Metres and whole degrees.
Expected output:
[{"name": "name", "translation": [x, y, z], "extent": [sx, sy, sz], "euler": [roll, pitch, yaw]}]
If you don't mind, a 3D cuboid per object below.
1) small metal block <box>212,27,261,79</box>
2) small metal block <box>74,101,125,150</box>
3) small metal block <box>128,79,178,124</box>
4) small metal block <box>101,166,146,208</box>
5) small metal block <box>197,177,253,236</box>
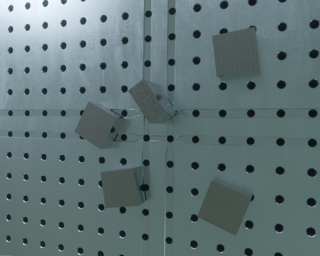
[{"name": "small metal block", "translation": [0.094, -0.090, 0.380], "extent": [0.050, 0.025, 0.050], "euler": [-7, 88, 20]}, {"name": "small metal block", "translation": [-0.087, -0.004, 0.444], "extent": [0.050, 0.025, 0.050], "euler": [31, 100, 17]}, {"name": "small metal block", "translation": [-0.008, -0.033, 0.403], "extent": [0.025, 0.050, 0.050], "euler": [-37, 78, 16]}, {"name": "small metal block", "translation": [-0.051, 0.082, 0.431], "extent": [0.050, 0.025, 0.050], "euler": [-9, 87, 19]}, {"name": "small metal block", "translation": [0.081, 0.096, 0.384], "extent": [0.050, 0.025, 0.050], "euler": [22, 97, 18]}]
